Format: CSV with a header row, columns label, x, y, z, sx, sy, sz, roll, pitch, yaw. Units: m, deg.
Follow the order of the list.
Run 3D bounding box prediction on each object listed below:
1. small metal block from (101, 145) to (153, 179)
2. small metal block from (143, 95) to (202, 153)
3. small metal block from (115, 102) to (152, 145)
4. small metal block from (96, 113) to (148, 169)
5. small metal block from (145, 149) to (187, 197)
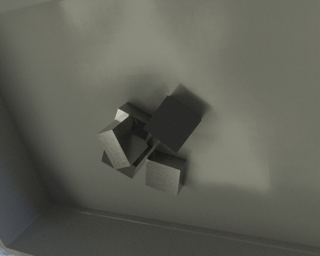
label,x,y,z,sx,sy,sz,roll,pitch,yaw
small metal block,-0.046,0.037,0.438,0.050,0.050,0.025,28,129,9
small metal block,0.016,-0.005,0.381,0.050,0.025,0.050,37,95,3
small metal block,-0.036,0.001,0.424,0.050,0.025,0.050,28,123,10
small metal block,-0.046,0.016,0.391,0.025,0.050,0.050,-16,107,31
small metal block,0.008,0.064,0.443,0.050,0.025,0.050,16,125,18
